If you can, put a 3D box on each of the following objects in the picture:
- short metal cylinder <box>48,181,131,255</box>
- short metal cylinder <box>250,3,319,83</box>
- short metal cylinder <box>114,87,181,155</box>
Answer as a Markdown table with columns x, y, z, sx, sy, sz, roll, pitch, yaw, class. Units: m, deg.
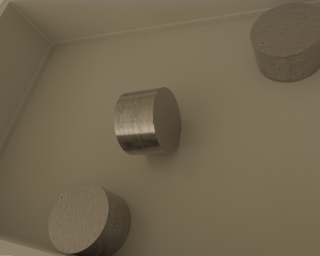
| x | y | z | sx | sy | sz | roll | pitch | yaw | class |
| --- | --- | --- | --- | --- | --- | --- | --- | --- | --- |
| -0.081 | 0.109 | 0.364 | 0.080 | 0.050 | 0.080 | -13 | 56 | 20 | short metal cylinder |
| 0.154 | -0.101 | 0.371 | 0.080 | 0.050 | 0.080 | -13 | 56 | 20 | short metal cylinder |
| -0.013 | -0.007 | 0.380 | 0.050 | 0.080 | 0.080 | -5 | 60 | 25 | short metal cylinder |
